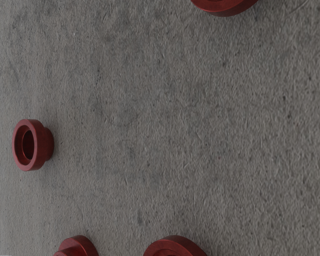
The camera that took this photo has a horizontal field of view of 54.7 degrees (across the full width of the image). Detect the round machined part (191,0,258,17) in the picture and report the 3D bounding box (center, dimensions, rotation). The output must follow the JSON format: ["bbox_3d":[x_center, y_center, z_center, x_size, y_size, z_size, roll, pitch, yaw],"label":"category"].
[{"bbox_3d":[0.078,-0.168,0.330,0.098,0.042,0.097,0,90,40],"label":"round machined part"}]

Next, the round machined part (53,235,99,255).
[{"bbox_3d":[-0.145,0.233,0.514,0.098,0.042,0.097,0,90,40],"label":"round machined part"}]

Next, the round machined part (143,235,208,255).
[{"bbox_3d":[0.027,0.178,0.372,0.098,0.042,0.097,0,90,40],"label":"round machined part"}]

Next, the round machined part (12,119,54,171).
[{"bbox_3d":[-0.240,0.032,0.592,0.098,0.042,0.097,0,90,40],"label":"round machined part"}]
